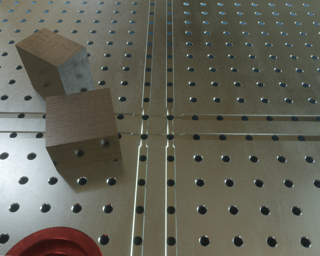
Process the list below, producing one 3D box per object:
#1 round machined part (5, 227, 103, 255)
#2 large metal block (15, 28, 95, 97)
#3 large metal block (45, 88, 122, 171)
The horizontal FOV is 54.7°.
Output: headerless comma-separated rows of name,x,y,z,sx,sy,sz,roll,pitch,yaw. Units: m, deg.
round machined part,-0.094,0.143,0.276,0.099,0.042,0.098,0,50,0
large metal block,-0.146,-0.084,0.441,0.080,0.080,0.050,28,56,21
large metal block,-0.096,0.000,0.390,0.081,0.050,0.080,-10,51,-8
